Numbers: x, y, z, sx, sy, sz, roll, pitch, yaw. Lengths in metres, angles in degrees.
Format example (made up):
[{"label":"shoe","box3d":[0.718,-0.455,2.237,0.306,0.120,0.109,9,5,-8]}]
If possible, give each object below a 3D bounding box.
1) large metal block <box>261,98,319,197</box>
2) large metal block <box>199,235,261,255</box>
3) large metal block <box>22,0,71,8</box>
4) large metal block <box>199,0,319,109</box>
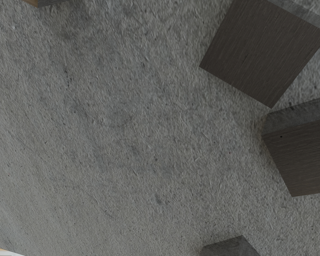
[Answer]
[{"label":"large metal block","box3d":[0.162,0.018,0.316,0.080,0.050,0.080,-20,108,35]},{"label":"large metal block","box3d":[0.112,0.218,0.466,0.080,0.050,0.080,49,129,-7]},{"label":"large metal block","box3d":[-0.117,-0.180,0.321,0.050,0.080,0.079,28,128,10]},{"label":"large metal block","box3d":[0.096,-0.079,0.291,0.080,0.050,0.079,32,129,7]}]
